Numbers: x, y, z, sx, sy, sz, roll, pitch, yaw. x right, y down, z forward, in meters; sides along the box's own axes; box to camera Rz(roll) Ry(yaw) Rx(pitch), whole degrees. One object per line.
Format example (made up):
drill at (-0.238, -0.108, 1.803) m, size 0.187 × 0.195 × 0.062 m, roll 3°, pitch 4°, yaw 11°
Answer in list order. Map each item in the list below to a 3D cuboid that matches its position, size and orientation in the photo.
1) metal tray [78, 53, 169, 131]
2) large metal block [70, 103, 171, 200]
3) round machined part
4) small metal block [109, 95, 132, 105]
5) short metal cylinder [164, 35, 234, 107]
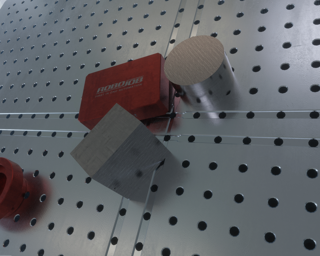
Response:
metal tray at (-0.053, -0.052, 0.455) m, size 0.130 × 0.030 × 0.090 m, roll -12°, pitch 57°, yaw 21°
large metal block at (-0.045, 0.030, 0.378) m, size 0.080 × 0.080 × 0.050 m, roll -49°, pitch 51°, yaw -6°
round machined part at (-0.244, 0.097, 0.466) m, size 0.098 × 0.042 × 0.098 m, roll -13°, pitch 56°, yaw 21°
small metal block at (-0.050, -0.048, 0.464) m, size 0.050 × 0.025 × 0.050 m, roll -22°, pitch 53°, yaw 14°
short metal cylinder at (0.052, -0.075, 0.411) m, size 0.080 × 0.050 × 0.080 m, roll -13°, pitch 56°, yaw 21°
